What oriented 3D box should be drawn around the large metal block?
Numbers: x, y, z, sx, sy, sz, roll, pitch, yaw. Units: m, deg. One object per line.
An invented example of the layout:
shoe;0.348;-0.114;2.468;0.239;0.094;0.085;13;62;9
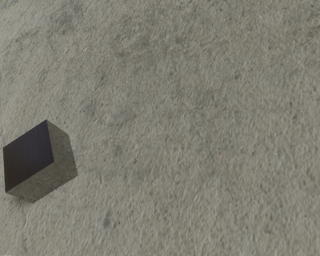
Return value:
large metal block;-0.174;0.048;0.447;0.080;0.050;0.080;-32;52;7
